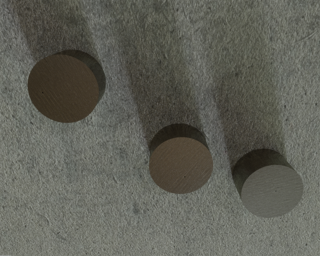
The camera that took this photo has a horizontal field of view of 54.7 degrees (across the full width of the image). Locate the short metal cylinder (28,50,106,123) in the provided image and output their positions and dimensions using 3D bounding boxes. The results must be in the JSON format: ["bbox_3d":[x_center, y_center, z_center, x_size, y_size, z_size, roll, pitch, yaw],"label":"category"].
[{"bbox_3d":[-0.110,-0.052,0.376,0.081,0.050,0.079,0,110,0],"label":"short metal cylinder"}]

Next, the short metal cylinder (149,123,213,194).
[{"bbox_3d":[0.026,0.040,0.411,0.081,0.050,0.079,0,110,0],"label":"short metal cylinder"}]

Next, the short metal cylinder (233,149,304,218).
[{"bbox_3d":[0.146,0.075,0.425,0.081,0.050,0.079,0,110,0],"label":"short metal cylinder"}]
